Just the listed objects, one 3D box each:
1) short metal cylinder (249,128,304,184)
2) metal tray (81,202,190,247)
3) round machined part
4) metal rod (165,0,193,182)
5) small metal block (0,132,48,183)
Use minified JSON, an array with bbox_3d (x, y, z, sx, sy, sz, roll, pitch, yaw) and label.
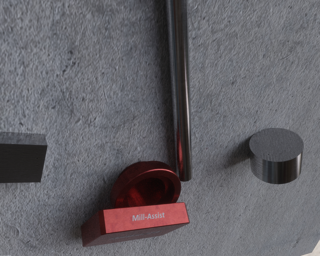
[{"bbox_3d":[0.187,0.044,0.501,0.080,0.080,0.050,-25,128,-13],"label":"short metal cylinder"},{"bbox_3d":[-0.035,0.137,0.440,0.131,0.030,0.090,3,151,-30],"label":"metal tray"},{"bbox_3d":[-0.023,0.086,0.437,0.099,0.042,0.097,-14,124,-21],"label":"round machined part"},{"bbox_3d":[0.026,-0.050,0.389,0.025,0.025,0.298,-18,126,-18],"label":"metal rod"},{"bbox_3d":[-0.156,0.033,0.342,0.050,0.025,0.050,5,116,-31],"label":"small metal block"}]
